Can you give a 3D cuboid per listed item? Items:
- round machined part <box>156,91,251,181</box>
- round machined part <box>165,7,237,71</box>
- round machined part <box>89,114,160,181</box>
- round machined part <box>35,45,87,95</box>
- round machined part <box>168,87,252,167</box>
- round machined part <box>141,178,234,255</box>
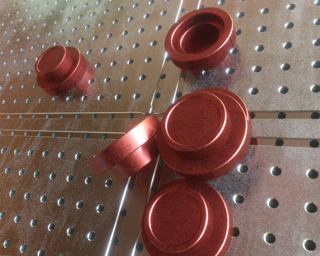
[{"bbox_3d":[0.040,0.002,0.322,0.098,0.042,0.098,-13,56,21],"label":"round machined part"},{"bbox_3d":[0.060,-0.120,0.440,0.098,0.042,0.098,-13,56,21],"label":"round machined part"},{"bbox_3d":[-0.033,0.028,0.376,0.098,0.098,0.042,-36,92,4],"label":"round machined part"},{"bbox_3d":[-0.187,-0.112,0.566,0.098,0.042,0.098,-13,56,21],"label":"round machined part"},{"bbox_3d":[0.058,0.004,0.365,0.098,0.042,0.098,-13,56,21],"label":"round machined part"},{"bbox_3d":[0.023,0.098,0.325,0.098,0.042,0.098,-13,56,21],"label":"round machined part"}]
